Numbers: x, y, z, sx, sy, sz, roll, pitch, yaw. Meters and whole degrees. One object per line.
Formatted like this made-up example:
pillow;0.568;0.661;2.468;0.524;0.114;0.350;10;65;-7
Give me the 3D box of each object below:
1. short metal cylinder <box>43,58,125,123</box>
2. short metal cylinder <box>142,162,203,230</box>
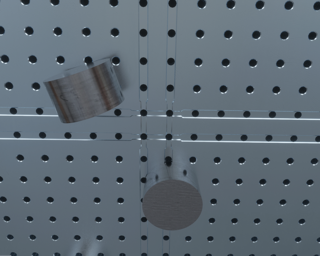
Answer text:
short metal cylinder;-0.089;-0.045;0.366;0.080;0.080;0.050;-16;109;6
short metal cylinder;0.017;0.095;0.435;0.081;0.050;0.079;0;110;0
